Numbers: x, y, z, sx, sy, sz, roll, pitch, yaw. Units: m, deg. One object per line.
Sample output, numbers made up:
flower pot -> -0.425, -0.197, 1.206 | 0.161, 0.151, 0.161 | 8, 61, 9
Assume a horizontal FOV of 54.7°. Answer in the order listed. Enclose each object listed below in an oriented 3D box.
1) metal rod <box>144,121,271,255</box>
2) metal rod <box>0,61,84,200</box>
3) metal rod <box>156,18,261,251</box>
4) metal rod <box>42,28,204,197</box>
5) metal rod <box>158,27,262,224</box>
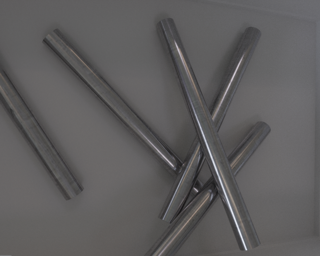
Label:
metal rod -> 0.061, 0.084, 0.388 | 0.302, 0.025, 0.025 | -41, 104, -33
metal rod -> -0.176, -0.048, 0.345 | 0.025, 0.025, 0.299 | -33, 101, -17
metal rod -> 0.056, -0.001, 0.387 | 0.025, 0.025, 0.299 | -16, 79, -19
metal rod -> -0.029, -0.002, 0.399 | 0.025, 0.025, 0.300 | -47, 105, -14
metal rod -> 0.074, -0.014, 0.420 | 0.025, 0.025, 0.300 | 32, 73, -17
